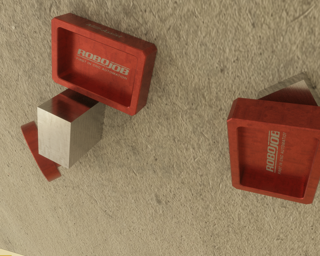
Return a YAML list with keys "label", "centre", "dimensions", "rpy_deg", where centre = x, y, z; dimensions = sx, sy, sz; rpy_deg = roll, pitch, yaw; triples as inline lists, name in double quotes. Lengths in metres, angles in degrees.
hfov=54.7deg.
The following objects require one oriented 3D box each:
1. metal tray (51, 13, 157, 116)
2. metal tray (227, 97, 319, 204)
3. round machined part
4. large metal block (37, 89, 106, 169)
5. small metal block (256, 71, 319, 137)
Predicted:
- label: "metal tray"
  centre: [-0.075, -0.080, 0.393]
  dimensions: [0.130, 0.030, 0.089]
  rpy_deg: [24, 127, 13]
- label: "metal tray"
  centre: [0.122, 0.028, 0.329]
  dimensions: [0.090, 0.030, 0.129]
  rpy_deg: [9, 142, 23]
- label: "round machined part"
  centre: [-0.176, 0.032, 0.488]
  dimensions: [0.098, 0.042, 0.097]
  rpy_deg: [52, 159, 31]
- label: "large metal block"
  centre: [-0.121, -0.004, 0.432]
  dimensions: [0.050, 0.080, 0.079]
  rpy_deg: [24, 127, 13]
- label: "small metal block"
  centre: [0.136, -0.023, 0.321]
  dimensions: [0.050, 0.025, 0.050]
  rpy_deg: [-25, 105, 37]
